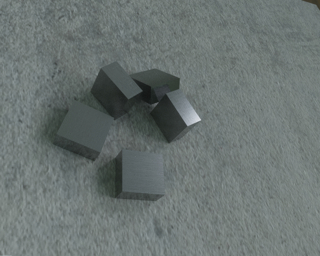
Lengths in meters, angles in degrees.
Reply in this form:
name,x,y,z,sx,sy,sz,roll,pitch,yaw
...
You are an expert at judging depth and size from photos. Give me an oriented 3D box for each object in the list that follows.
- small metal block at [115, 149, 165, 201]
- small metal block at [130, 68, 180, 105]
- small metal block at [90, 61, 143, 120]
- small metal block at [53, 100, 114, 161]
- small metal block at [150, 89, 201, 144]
name,x,y,z,sx,sy,sz,roll,pitch,yaw
small metal block,-0.024,0.055,0.359,0.050,0.025,0.050,10,57,-23
small metal block,-0.009,-0.058,0.420,0.050,0.025,0.050,-22,38,-36
small metal block,-0.055,-0.046,0.387,0.050,0.050,0.025,49,51,6
small metal block,-0.087,0.003,0.356,0.050,0.025,0.050,25,53,-13
small metal block,0.019,-0.015,0.409,0.025,0.050,0.050,-23,75,-37
